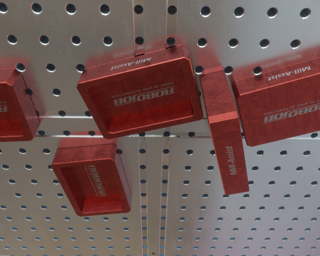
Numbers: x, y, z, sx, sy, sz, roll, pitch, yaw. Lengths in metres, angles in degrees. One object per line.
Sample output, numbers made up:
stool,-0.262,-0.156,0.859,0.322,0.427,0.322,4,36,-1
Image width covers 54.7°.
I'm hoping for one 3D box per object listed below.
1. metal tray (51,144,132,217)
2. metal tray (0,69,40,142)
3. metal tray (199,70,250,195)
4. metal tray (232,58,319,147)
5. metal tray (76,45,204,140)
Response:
metal tray,-0.100,0.085,0.478,0.091,0.030,0.129,-6,130,4
metal tray,-0.229,-0.024,0.384,0.131,0.030,0.089,-2,130,1
metal tray,0.079,0.007,0.376,0.030,0.090,0.129,-12,129,10
metal tray,0.164,-0.031,0.385,0.130,0.030,0.090,-15,129,12
metal tray,-0.021,-0.039,0.374,0.131,0.030,0.090,-12,130,9
